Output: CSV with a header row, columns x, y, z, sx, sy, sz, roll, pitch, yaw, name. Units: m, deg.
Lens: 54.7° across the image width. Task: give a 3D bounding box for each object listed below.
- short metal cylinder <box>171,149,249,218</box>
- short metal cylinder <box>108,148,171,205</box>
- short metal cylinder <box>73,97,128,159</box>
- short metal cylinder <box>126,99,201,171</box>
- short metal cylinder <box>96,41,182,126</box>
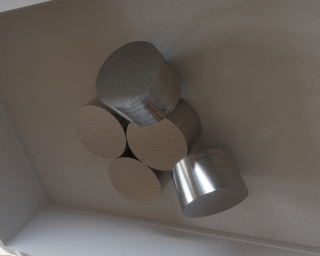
x,y,z,sx,sy,sz,roll,pitch,yaw,name
0.059,0.068,0.374,0.081,0.050,0.080,-12,145,-8,short metal cylinder
-0.025,0.061,0.439,0.080,0.050,0.079,13,124,20,short metal cylinder
-0.069,-0.005,0.421,0.080,0.050,0.079,13,124,20,short metal cylinder
0.005,0.006,0.390,0.080,0.050,0.079,13,124,20,short metal cylinder
-0.023,-0.048,0.343,0.080,0.080,0.050,-3,155,29,short metal cylinder
